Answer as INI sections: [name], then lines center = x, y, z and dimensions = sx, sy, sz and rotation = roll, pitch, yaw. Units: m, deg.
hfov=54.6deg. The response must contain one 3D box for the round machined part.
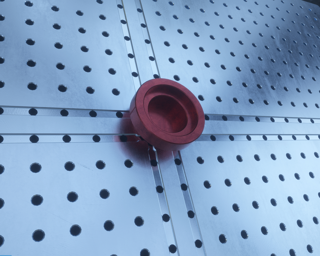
[round machined part]
center = 0.006, -0.014, 0.407
dimensions = 0.099, 0.042, 0.098
rotation = 13, 56, -21
